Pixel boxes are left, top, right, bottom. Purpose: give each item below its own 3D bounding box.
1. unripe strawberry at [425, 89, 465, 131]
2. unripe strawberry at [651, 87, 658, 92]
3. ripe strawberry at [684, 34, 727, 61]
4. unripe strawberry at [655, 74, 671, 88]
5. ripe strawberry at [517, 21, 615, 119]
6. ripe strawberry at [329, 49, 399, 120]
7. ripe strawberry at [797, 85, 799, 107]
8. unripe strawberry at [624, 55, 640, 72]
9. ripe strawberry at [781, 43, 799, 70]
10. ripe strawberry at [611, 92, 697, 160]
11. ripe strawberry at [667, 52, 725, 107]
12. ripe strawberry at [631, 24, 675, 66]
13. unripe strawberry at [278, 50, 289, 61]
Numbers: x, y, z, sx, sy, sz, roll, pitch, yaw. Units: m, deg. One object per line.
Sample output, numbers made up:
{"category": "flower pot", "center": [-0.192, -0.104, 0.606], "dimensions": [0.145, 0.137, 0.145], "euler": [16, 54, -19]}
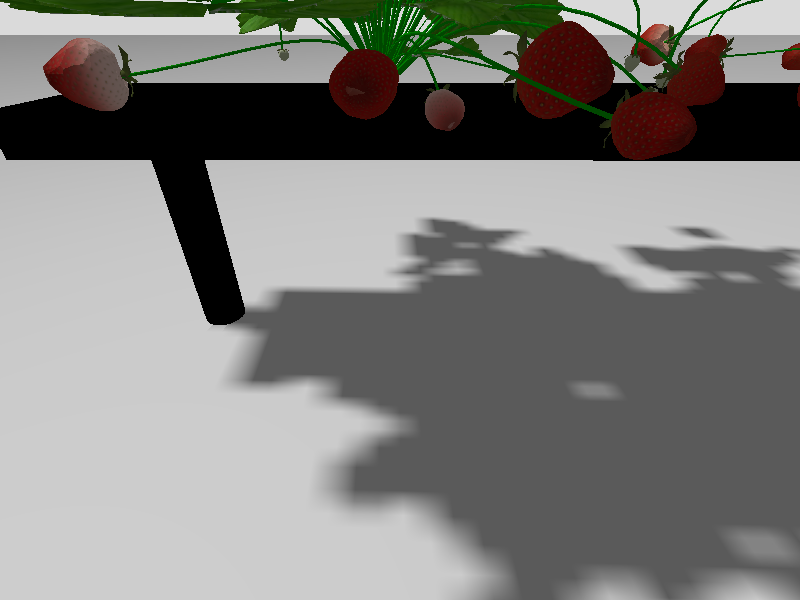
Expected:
{"category": "unripe strawberry", "center": [0.022, -0.091, 0.193], "dimensions": [0.020, 0.020, 0.017], "euler": [-8, -27, -12]}
{"category": "unripe strawberry", "center": [0.151, -0.122, 0.243], "dimensions": [0.012, 0.011, 0.010], "euler": [-30, 13, 41]}
{"category": "ripe strawberry", "center": [0.307, -0.247, 0.404], "dimensions": [0.033, 0.034, 0.030], "euler": [28, 44, 35]}
{"category": "unripe strawberry", "center": [0.194, -0.162, 0.296], "dimensions": [0.010, 0.010, 0.009], "euler": [-2, 35, -3]}
{"category": "ripe strawberry", "center": [0.091, -0.123, 0.218], "dimensions": [0.048, 0.047, 0.045], "euler": [29, 44, 34]}
{"category": "ripe strawberry", "center": [-0.019, -0.110, 0.207], "dimensions": [0.037, 0.033, 0.033], "euler": [1, 35, 2]}
{"category": "ripe strawberry", "center": [0.229, -0.113, 0.213], "dimensions": [0.030, 0.031, 0.027], "euler": [-17, 38, -22]}
{"category": "unripe strawberry", "center": [0.182, -0.186, 0.315], "dimensions": [0.011, 0.011, 0.011], "euler": [-2, 35, -3]}
{"category": "ripe strawberry", "center": [0.433, -0.266, 0.435], "dimensions": [0.032, 0.027, 0.032], "euler": [0, 34, 0]}
{"category": "ripe strawberry", "center": [0.093, -0.063, 0.147], "dimensions": [0.027, 0.023, 0.027], "euler": [-18, 39, -24]}
{"category": "ripe strawberry", "center": [0.185, -0.134, 0.248], "dimensions": [0.032, 0.031, 0.029], "euler": [29, 39, 2]}
{"category": "ripe strawberry", "center": [0.312, -0.315, 0.498], "dimensions": [0.042, 0.044, 0.046], "euler": [-16, 23, -22]}
{"category": "unripe strawberry", "center": [-0.130, -0.274, 0.449], "dimensions": [0.011, 0.010, 0.010], "euler": [-21, 40, -27]}
